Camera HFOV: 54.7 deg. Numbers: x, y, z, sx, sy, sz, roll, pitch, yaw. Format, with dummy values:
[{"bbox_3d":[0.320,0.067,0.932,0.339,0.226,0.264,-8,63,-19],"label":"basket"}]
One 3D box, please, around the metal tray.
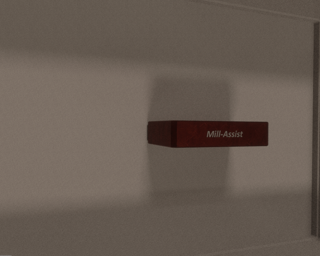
[{"bbox_3d":[0.059,0.007,0.399,0.131,0.090,0.030,0,90,-20],"label":"metal tray"}]
